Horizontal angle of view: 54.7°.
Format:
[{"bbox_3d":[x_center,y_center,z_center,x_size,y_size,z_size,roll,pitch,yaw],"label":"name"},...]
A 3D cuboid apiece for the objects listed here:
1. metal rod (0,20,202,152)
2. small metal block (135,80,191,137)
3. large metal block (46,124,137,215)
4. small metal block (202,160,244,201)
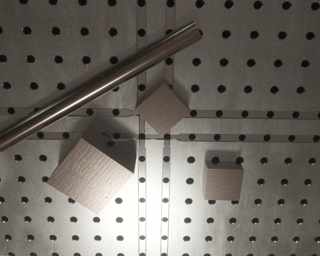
[{"bbox_3d":[-0.087,-0.048,0.394,0.301,0.025,0.025,-28,108,9],"label":"metal rod"},{"bbox_3d":[0.003,-0.026,0.404,0.050,0.025,0.050,-41,106,13],"label":"small metal block"},{"bbox_3d":[-0.090,0.056,0.419,0.080,0.050,0.080,37,106,-13],"label":"large metal block"},{"bbox_3d":[0.089,0.075,0.442,0.050,0.025,0.050,2,110,-1],"label":"small metal block"}]
